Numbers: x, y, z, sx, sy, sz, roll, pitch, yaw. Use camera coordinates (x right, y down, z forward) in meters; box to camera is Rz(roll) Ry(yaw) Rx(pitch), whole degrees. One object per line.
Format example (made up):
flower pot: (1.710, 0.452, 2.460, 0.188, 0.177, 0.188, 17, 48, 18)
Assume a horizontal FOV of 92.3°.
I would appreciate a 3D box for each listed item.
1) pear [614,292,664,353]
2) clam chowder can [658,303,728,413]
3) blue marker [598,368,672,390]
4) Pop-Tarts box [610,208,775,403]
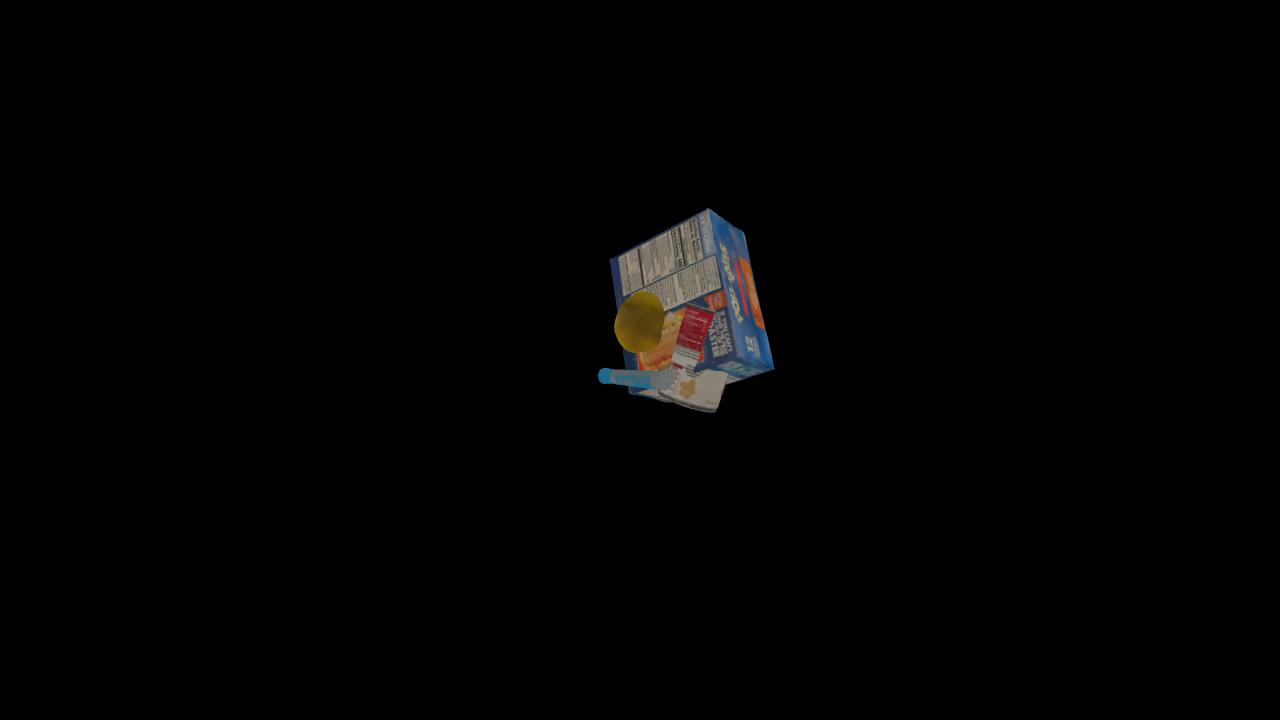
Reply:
pear: (0.024, -0.024, 0.672, 0.111, 0.080, 0.080, 42, 25, 30)
clam chowder can: (0.064, -0.003, 0.647, 0.068, 0.102, 0.068, 17, 6, -2)
blue marker: (-0.009, 0.020, 0.665, 0.020, 0.020, 0.121, 0, 2, -35)
Pop-Tarts box: (0.054, -0.053, 0.680, 0.141, 0.167, 0.083, -22, -21, 34)
